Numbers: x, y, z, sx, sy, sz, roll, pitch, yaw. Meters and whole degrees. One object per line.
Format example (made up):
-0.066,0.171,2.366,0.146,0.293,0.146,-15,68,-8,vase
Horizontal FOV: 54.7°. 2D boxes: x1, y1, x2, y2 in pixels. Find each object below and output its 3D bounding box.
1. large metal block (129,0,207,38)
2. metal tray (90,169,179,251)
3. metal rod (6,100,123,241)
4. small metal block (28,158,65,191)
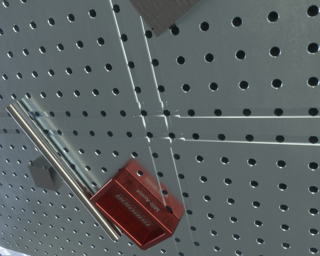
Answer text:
0.010,-0.149,0.298,0.080,0.050,0.080,-31,102,38,large metal block
-0.044,0.138,0.516,0.130,0.030,0.090,44,129,-3,metal tray
-0.163,0.081,0.547,0.025,0.025,0.299,-26,105,37,metal rod
-0.211,0.086,0.576,0.050,0.025,0.050,5,121,25,small metal block
